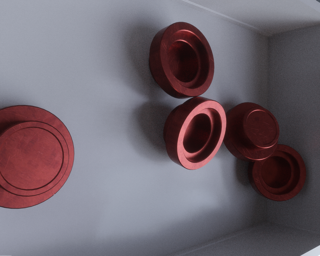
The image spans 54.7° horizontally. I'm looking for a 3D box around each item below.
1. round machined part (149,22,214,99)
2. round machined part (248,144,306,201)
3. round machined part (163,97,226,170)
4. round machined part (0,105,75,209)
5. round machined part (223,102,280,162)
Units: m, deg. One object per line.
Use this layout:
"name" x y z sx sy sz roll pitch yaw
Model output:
"round machined part" 0.024 -0.087 0.415 0.099 0.042 0.097 4 83 -39
"round machined part" 0.202 0.077 0.550 0.099 0.042 0.097 1 86 -8
"round machined part" 0.043 0.004 0.422 0.099 0.042 0.097 -20 120 -37
"round machined part" -0.126 0.027 0.291 0.099 0.042 0.097 0 90 -40
"round machined part" 0.152 0.004 0.503 0.099 0.042 0.098 6 73 -19
